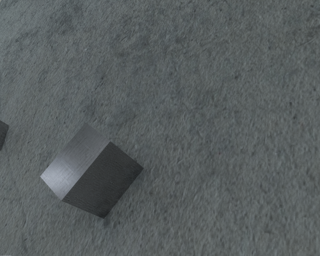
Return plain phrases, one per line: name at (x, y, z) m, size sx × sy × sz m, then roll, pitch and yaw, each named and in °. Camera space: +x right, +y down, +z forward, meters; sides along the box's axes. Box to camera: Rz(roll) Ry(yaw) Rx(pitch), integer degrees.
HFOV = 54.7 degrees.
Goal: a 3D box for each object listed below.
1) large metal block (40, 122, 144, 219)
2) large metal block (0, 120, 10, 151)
large metal block at (-0.079, 0.053, 0.376) m, size 0.050 × 0.080 × 0.080 m, roll 32°, pitch 79°, yaw 37°
large metal block at (-0.328, 0.006, 0.534) m, size 0.080 × 0.080 × 0.050 m, roll -11°, pitch 57°, yaw 22°
